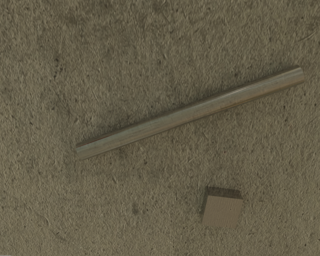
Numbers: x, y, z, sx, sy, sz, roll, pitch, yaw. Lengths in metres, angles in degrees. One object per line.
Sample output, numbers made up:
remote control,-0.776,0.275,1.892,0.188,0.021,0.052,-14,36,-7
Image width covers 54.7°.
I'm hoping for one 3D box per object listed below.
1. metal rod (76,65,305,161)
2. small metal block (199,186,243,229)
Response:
metal rod,0.033,-0.018,0.403,0.301,0.025,0.025,-19,109,6
small metal block,0.089,0.116,0.454,0.050,0.025,0.050,8,110,-3
